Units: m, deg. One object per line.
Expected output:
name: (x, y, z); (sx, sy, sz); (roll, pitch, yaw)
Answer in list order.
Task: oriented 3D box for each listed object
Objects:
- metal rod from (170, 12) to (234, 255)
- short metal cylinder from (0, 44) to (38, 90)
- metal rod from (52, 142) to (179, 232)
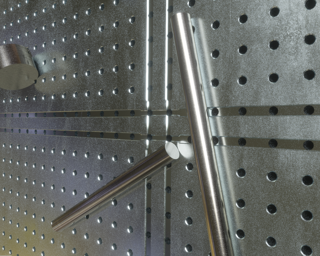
metal rod: (0.049, 0.008, 0.368); (0.025, 0.025, 0.298); (-15, 80, 39)
short metal cylinder: (-0.290, -0.120, 0.613); (0.080, 0.081, 0.050); (-41, 65, 32)
metal rod: (-0.084, 0.102, 0.479); (0.299, 0.025, 0.025); (-36, 68, 34)
